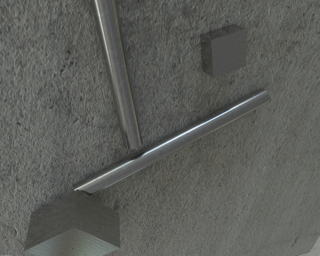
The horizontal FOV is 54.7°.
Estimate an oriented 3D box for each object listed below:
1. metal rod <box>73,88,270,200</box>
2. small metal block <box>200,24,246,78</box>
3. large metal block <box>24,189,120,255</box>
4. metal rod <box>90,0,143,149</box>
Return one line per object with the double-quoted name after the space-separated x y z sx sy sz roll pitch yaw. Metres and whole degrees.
0.024 0.018 0.432 0.302 0.025 0.025 -27 128 -12 "metal rod"
0.081 -0.098 0.392 0.050 0.025 0.050 -22 127 -16 "small metal block"
-0.109 0.132 0.397 0.080 0.050 0.080 -29 132 18 "large metal block"
-0.052 -0.102 0.316 0.025 0.025 0.298 -20 127 -17 "metal rod"
